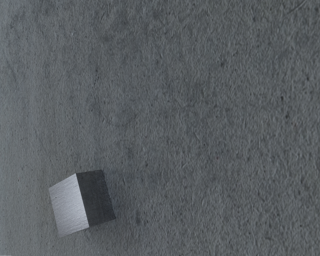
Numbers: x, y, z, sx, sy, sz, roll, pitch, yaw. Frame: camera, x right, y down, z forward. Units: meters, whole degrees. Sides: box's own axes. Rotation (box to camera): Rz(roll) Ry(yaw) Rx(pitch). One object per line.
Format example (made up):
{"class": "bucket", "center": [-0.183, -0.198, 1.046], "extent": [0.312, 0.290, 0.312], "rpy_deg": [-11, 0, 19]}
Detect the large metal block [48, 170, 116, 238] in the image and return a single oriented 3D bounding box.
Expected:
{"class": "large metal block", "center": [-0.124, 0.119, 0.488], "extent": [0.080, 0.050, 0.080], "rpy_deg": [-29, 72, 36]}
